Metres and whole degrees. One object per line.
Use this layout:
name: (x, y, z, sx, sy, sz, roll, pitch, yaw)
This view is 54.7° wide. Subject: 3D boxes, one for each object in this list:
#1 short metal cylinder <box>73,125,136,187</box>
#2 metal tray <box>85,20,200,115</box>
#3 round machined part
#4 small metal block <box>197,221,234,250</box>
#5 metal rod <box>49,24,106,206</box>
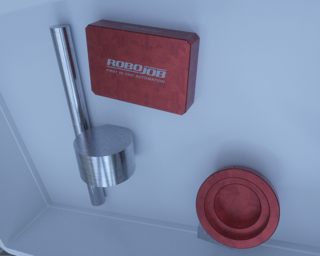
short metal cylinder: (-0.076, 0.037, 0.434, 0.080, 0.080, 0.050, 11, 123, 22)
metal tray: (-0.023, -0.074, 0.371, 0.130, 0.030, 0.089, 15, 124, 19)
round machined part: (0.098, 0.095, 0.388, 0.098, 0.042, 0.097, 2, 94, 20)
small metal block: (0.084, 0.133, 0.429, 0.050, 0.050, 0.025, 13, 127, 20)
metal rod: (-0.118, -0.001, 0.468, 0.025, 0.025, 0.298, 9, 123, 23)
